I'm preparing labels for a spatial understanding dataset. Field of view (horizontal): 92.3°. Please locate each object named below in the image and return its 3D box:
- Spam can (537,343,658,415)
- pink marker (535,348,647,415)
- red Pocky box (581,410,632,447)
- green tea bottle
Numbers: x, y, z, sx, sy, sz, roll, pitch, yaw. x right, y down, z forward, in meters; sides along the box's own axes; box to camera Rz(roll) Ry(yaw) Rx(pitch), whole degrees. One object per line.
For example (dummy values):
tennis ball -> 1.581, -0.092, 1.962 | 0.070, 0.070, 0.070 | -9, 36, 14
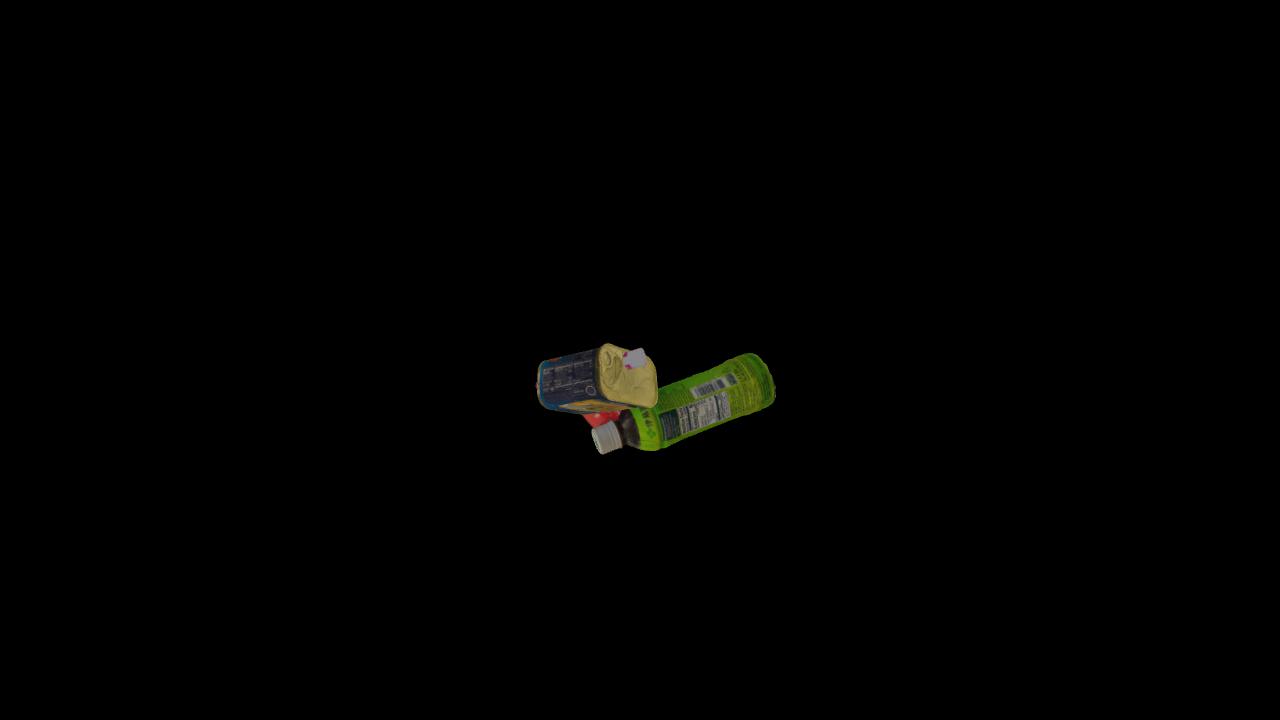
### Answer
Spam can -> -0.044, 0.025, 0.642 | 0.085, 0.058, 0.101 | -13, -18, 32
pink marker -> -0.052, 0.012, 0.639 | 0.121, 0.020, 0.020 | -15, -3, 12
red Pocky box -> -0.045, 0.060, 0.749 | 0.028, 0.083, 0.155 | -43, -21, 2
green tea bottle -> 0.048, 0.054, 0.695 | 0.212, 0.073, 0.073 | -18, 6, -18
